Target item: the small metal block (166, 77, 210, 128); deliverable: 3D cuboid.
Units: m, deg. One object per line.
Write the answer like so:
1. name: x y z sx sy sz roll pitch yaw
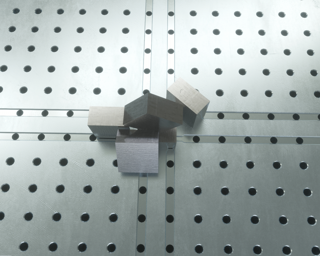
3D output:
1. small metal block: 0.035 -0.032 0.411 0.050 0.050 0.025 41 75 13

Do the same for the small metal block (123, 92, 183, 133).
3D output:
1. small metal block: -0.008 -0.015 0.367 0.050 0.050 0.025 16 66 -34

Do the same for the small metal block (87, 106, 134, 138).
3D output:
1. small metal block: -0.062 -0.006 0.400 0.050 0.050 0.025 1 71 1

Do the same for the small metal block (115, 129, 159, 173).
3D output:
1. small metal block: -0.027 0.029 0.385 0.050 0.050 0.025 1 38 0

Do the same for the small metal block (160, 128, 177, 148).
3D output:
1. small metal block: -0.004 -0.001 0.412 0.050 0.025 0.050 2 70 0
